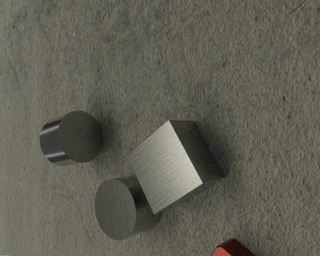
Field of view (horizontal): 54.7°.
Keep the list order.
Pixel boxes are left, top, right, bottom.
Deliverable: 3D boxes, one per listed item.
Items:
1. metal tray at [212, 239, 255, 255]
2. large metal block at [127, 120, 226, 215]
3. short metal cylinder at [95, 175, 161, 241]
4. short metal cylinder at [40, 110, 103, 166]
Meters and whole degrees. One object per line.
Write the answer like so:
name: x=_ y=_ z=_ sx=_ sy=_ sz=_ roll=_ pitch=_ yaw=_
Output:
metal tray: x=0.100 y=0.193 z=0.319 sx=0.130 sy=0.030 sz=0.089 roll=34 pitch=111 yaw=34
large metal block: x=0.018 y=0.046 z=0.374 sx=0.080 sy=0.050 sz=0.080 roll=-41 pitch=65 yaw=32
short metal cylinder: x=-0.044 y=0.107 z=0.425 sx=0.080 sy=0.050 sz=0.080 roll=0 pitch=90 yaw=40
short metal cylinder: x=-0.136 y=0.017 z=0.482 sx=0.050 sy=0.081 sz=0.080 roll=-14 pitch=81 yaw=39
